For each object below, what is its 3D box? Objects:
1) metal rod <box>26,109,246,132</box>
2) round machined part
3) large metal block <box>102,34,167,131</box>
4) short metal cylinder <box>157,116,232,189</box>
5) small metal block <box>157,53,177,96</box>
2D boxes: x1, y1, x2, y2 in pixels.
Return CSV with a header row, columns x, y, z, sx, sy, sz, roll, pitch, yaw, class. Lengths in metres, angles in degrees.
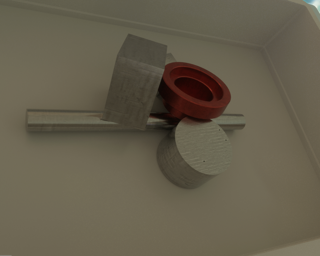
x,y,z,sx,sy,sz,roll,pitch,yaw,class
-0.010,-0.009,0.403,0.303,0.025,0.025,0,62,-29,metal rod
0.042,-0.044,0.420,0.099,0.042,0.098,15,39,-12,round machined part
-0.029,-0.056,0.370,0.050,0.079,0.080,16,32,-6,large metal block
0.043,0.030,0.393,0.081,0.050,0.080,14,56,-21,short metal cylinder
0.006,-0.080,0.458,0.050,0.025,0.050,-23,75,-37,small metal block
